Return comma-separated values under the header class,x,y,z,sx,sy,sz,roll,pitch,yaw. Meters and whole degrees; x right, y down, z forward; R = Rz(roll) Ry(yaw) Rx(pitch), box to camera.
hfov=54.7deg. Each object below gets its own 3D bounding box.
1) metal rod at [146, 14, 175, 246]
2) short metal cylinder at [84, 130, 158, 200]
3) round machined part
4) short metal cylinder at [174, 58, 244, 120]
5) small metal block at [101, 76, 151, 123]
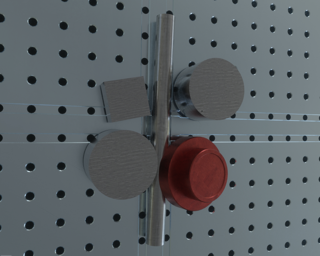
class,x,y,z,sx,sy,sz,roll,pitch,yaw
metal rod,0.001,0.002,0.409,0.025,0.025,0.298,3,89,-20
short metal cylinder,-0.049,0.042,0.377,0.081,0.050,0.079,0,90,-20
round machined part,0.051,0.060,0.405,0.099,0.042,0.097,0,89,-36
short metal cylinder,0.065,-0.050,0.419,0.081,0.050,0.079,0,90,-20
small metal block,-0.044,-0.036,0.392,0.050,0.025,0.050,-12,94,-20
